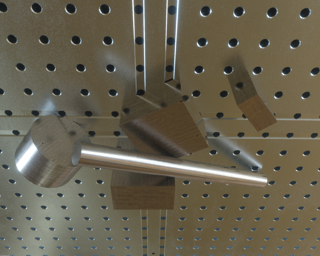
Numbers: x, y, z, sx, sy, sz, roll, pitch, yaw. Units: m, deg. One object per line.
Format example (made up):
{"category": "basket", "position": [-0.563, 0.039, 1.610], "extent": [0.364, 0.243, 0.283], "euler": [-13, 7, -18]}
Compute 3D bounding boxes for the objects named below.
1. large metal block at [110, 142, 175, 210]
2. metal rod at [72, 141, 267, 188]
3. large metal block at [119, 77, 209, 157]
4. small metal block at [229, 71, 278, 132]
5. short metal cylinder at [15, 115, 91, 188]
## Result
{"category": "large metal block", "position": [-0.022, 0.065, 0.431], "extent": [0.081, 0.080, 0.050], "euler": [0, 130, -1]}
{"category": "metal rod", "position": [0.036, 0.054, 0.400], "extent": [0.302, 0.025, 0.025], "euler": [13, 131, -35]}
{"category": "large metal block", "position": [0.007, -0.005, 0.391], "extent": [0.080, 0.050, 0.080], "euler": [-21, 127, 17]}
{"category": "small metal block", "position": [0.111, -0.032, 0.370], "extent": [0.025, 0.050, 0.050], "euler": [-31, 124, 23]}
{"category": "short metal cylinder", "position": [-0.136, 0.030, 0.399], "extent": [0.080, 0.080, 0.050], "euler": [30, 124, -24]}
